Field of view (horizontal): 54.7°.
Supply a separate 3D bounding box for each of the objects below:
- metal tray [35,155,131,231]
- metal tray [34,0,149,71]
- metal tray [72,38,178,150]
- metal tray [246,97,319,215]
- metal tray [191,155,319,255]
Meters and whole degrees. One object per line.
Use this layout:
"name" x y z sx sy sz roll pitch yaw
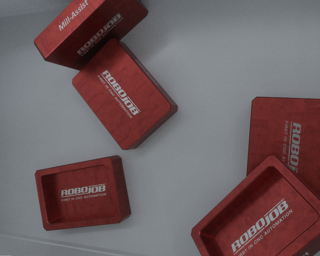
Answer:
"metal tray" -0.113 0.094 0.447 0.130 0.030 0.090 -12 86 19
"metal tray" -0.087 -0.133 0.406 0.130 0.090 0.030 -37 78 16
"metal tray" -0.050 -0.046 0.426 0.090 0.030 0.130 -42 77 15
"metal tray" 0.149 0.031 0.355 0.090 0.030 0.129 4 91 19
"metal tray" 0.100 0.102 0.314 0.130 0.030 0.090 -48 38 13
